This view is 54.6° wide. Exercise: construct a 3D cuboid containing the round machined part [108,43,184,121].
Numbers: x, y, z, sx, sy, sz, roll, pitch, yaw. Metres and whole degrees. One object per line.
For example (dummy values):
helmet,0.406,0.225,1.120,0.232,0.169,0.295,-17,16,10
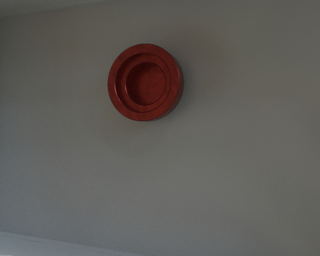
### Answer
round machined part,-0.015,-0.057,0.407,0.098,0.042,0.097,0,90,20
